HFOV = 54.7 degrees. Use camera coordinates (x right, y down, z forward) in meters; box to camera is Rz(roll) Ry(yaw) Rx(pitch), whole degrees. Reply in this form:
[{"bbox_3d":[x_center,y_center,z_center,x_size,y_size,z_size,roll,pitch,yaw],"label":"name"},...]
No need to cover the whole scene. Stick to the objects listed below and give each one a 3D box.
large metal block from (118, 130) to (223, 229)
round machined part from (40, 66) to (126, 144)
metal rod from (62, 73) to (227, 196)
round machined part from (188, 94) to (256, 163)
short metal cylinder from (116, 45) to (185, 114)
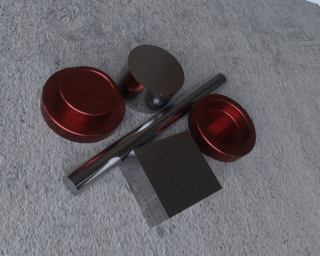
[{"bbox_3d":[0.011,0.058,0.361,0.081,0.050,0.080,-19,72,-35],"label":"large metal block"},{"bbox_3d":[-0.087,-0.034,0.368,0.099,0.042,0.098,14,56,-21],"label":"round machined part"},{"bbox_3d":[0.003,-0.009,0.413,0.025,0.025,0.302,49,51,6],"label":"metal rod"},{"bbox_3d":[0.082,0.004,0.436,0.099,0.042,0.098,14,56,-21],"label":"round machined part"},{"bbox_3d":[-0.014,-0.065,0.421,0.081,0.050,0.080,14,56,-21],"label":"short metal cylinder"}]
